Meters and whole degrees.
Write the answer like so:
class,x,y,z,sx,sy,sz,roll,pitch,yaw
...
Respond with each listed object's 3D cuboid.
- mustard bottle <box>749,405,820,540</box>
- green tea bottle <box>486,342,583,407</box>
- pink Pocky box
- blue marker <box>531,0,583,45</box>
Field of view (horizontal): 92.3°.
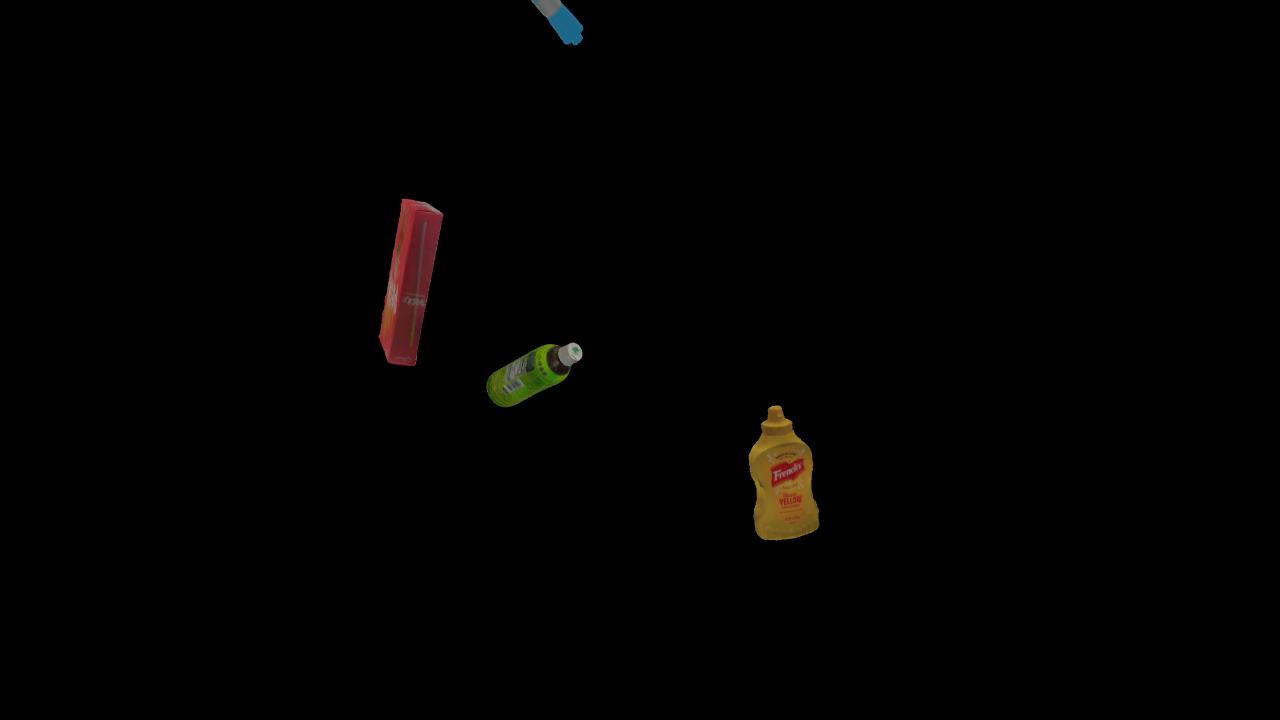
class,x,y,z,sx,sy,sz,roll,pitch,yaw
mustard bottle,0.197,0.154,0.860,0.092,0.184,0.054,-8,7,-4
green tea bottle,-0.174,0.021,1.026,0.073,0.073,0.212,0,-17,-46
pink Pocky box,-0.232,-0.079,0.618,0.029,0.155,0.084,7,16,-31
blue marker,-0.081,-0.270,0.427,0.020,0.020,0.121,0,-27,40
